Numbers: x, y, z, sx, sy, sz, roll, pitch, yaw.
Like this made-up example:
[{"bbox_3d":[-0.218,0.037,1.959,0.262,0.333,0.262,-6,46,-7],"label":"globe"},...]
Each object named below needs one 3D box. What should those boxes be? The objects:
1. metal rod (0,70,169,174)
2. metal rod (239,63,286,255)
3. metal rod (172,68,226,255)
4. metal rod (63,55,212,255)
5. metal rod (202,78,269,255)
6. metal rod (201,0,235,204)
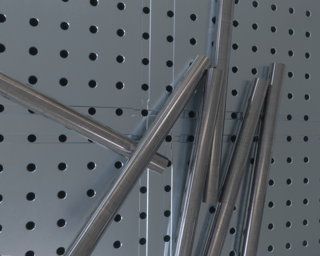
[{"bbox_3d":[-0.121,-0.019,0.367,0.301,0.025,0.025,29,81,-18],"label":"metal rod"},{"bbox_3d":[0.155,0.050,0.469,0.025,0.025,0.299,12,86,-20],"label":"metal rod"},{"bbox_3d":[0.049,0.069,0.419,0.025,0.025,0.299,10,90,-20],"label":"metal rod"},{"bbox_3d":[-0.015,0.023,0.380,0.025,0.025,0.300,40,68,-16],"label":"metal rod"},{"bbox_3d":[0.107,0.071,0.451,0.025,0.025,0.299,20,83,-19],"label":"metal rod"},{"bbox_3d":[0.082,-0.045,0.442,0.025,0.025,0.298,6,88,-20],"label":"metal rod"}]
